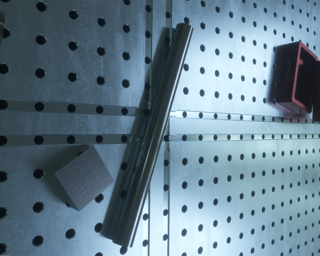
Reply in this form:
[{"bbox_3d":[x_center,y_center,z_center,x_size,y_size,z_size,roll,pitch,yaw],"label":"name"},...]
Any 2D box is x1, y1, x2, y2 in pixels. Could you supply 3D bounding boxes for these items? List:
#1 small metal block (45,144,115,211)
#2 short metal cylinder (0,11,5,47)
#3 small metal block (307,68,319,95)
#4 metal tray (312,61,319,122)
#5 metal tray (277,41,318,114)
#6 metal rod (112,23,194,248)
[{"bbox_3d":[-0.086,0.053,0.337,0.050,0.025,0.050,-39,114,-33],"label":"small metal block"},{"bbox_3d":[-0.161,-0.062,0.238,0.050,0.080,0.080,17,80,-39],"label":"short metal cylinder"},{"bbox_3d":[0.366,-0.106,0.715,0.050,0.025,0.050,12,83,-39],"label":"small metal block"},{"bbox_3d":[0.367,-0.077,0.677,0.091,0.030,0.129,1,91,-44],"label":"metal tray"},{"bbox_3d":[0.290,-0.103,0.648,0.091,0.030,0.129,19,78,-38],"label":"metal tray"},{"bbox_3d":[-0.005,-0.001,0.404,0.025,0.025,0.299,26,74,-37],"label":"metal rod"}]
